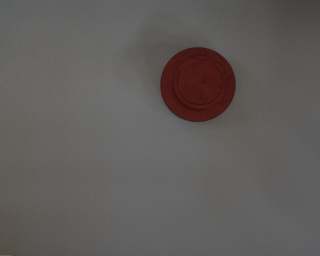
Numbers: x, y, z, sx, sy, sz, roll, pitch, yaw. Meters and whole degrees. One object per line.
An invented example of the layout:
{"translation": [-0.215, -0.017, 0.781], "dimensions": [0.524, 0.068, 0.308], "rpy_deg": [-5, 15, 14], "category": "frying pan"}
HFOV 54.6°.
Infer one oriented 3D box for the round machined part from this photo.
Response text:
{"translation": [0.050, -0.057, 0.403], "dimensions": [0.099, 0.042, 0.097], "rpy_deg": [0, 90, 0], "category": "round machined part"}
